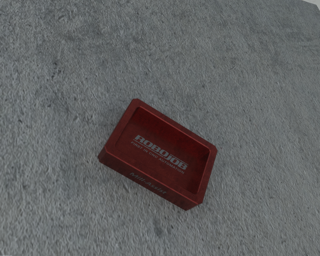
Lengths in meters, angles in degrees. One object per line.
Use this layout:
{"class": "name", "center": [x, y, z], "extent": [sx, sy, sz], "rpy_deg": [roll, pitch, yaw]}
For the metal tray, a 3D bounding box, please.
{"class": "metal tray", "center": [0.002, 0.032, 0.385], "extent": [0.130, 0.030, 0.090], "rpy_deg": [31, 51, -8]}
